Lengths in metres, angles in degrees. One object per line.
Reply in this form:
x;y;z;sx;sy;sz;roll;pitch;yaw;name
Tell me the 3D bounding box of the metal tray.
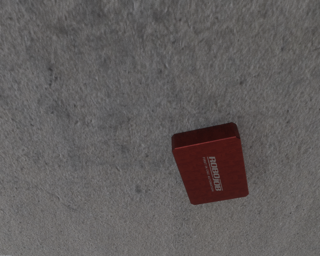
0.076;0.057;0.453;0.090;0.030;0.130;-12;129;10;metal tray
